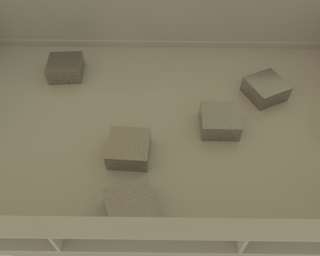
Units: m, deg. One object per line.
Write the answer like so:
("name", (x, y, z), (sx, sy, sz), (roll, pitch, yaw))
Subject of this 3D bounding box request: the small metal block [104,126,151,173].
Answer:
("small metal block", (-0.038, 0.026, 0.383), (0.050, 0.025, 0.050), (3, 50, 3))

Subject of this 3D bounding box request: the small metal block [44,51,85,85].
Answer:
("small metal block", (-0.147, -0.094, 0.483), (0.050, 0.025, 0.050), (-2, 50, -2))

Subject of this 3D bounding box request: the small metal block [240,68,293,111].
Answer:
("small metal block", (0.155, -0.057, 0.454), (0.050, 0.025, 0.050), (-20, 53, -16))

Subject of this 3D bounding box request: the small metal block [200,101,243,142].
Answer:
("small metal block", (0.080, -0.010, 0.414), (0.050, 0.025, 0.050), (1, 50, 1))

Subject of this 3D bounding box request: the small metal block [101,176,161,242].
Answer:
("small metal block", (-0.031, 0.086, 0.332), (0.050, 0.025, 0.050), (-15, 52, -12))
